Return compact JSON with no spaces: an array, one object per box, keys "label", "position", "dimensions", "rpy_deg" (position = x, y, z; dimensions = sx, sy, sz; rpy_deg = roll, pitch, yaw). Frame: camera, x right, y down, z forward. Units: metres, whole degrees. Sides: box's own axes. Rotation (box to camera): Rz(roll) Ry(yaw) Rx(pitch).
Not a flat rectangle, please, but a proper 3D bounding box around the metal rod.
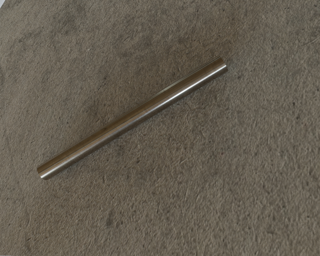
[{"label":"metal rod","position":[-0.043,-0.010,0.434],"dimensions":[0.300,0.025,0.025],"rpy_deg":[-31,52,8]}]
